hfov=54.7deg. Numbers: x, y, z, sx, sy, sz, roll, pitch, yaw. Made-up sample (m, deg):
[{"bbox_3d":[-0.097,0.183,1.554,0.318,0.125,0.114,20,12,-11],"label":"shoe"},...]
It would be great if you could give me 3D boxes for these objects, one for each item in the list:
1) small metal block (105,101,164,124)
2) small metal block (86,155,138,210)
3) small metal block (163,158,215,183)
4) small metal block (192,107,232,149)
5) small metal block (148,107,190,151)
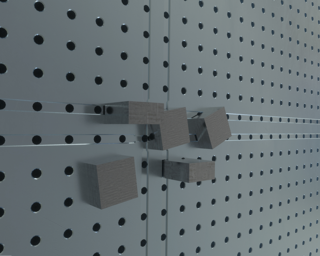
[{"bbox_3d":[-0.031,-0.017,0.369,0.050,0.050,0.025,0,90,-40],"label":"small metal block"},{"bbox_3d":[-0.056,0.062,0.364,0.050,0.025,0.050,-10,96,-40],"label":"small metal block"},{"bbox_3d":[0.040,0.058,0.429,0.050,0.050,0.025,1,90,-40],"label":"small metal block"},{"bbox_3d":[0.081,-0.001,0.480,0.050,0.025,0.050,-29,108,-37],"label":"small metal block"},{"bbox_3d":[0.012,0.000,0.421,0.050,0.025,0.050,-13,99,-39],"label":"small metal block"}]
